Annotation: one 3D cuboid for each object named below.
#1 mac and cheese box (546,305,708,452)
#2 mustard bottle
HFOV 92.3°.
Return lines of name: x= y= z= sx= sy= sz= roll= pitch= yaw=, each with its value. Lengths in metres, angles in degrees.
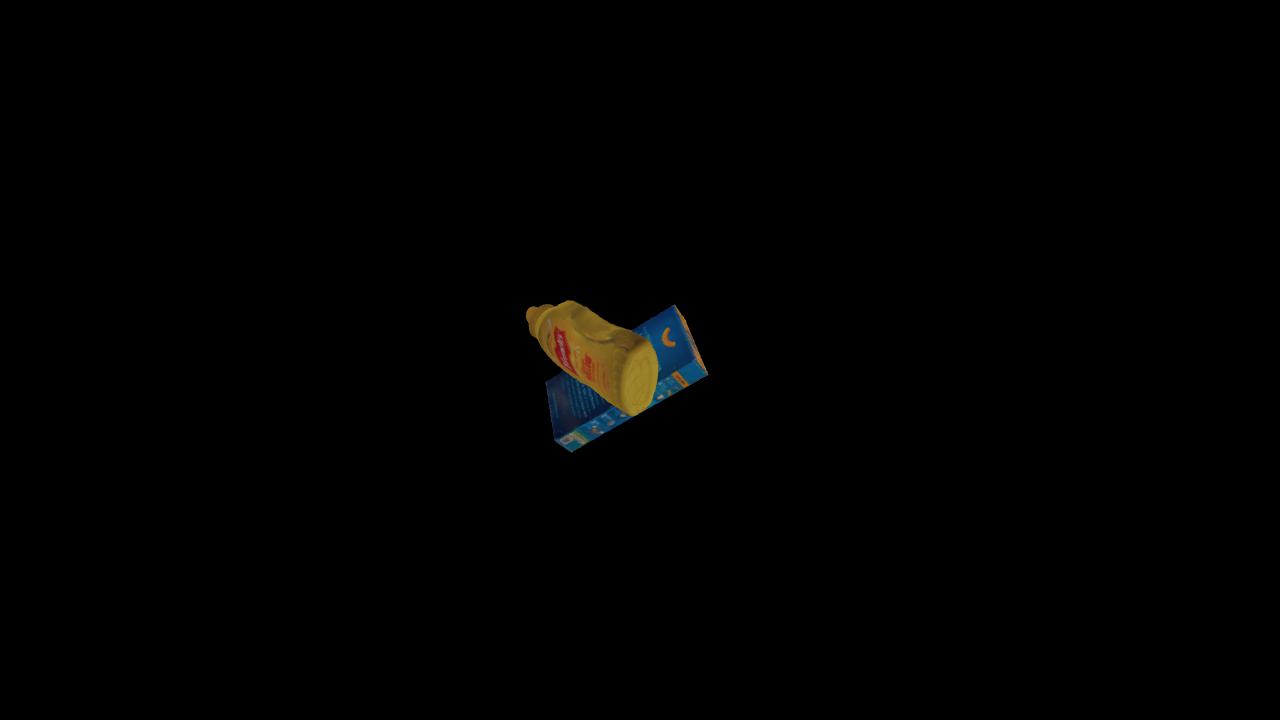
mac and cheese box: x=-0.020 y=0.021 z=0.702 sx=0.184 sy=0.093 sz=0.041 roll=-30 pitch=-45 yaw=14
mustard bottle: x=-0.063 y=-0.017 z=0.668 sx=0.184 sy=0.092 sz=0.054 roll=31 pitch=54 yaw=34
